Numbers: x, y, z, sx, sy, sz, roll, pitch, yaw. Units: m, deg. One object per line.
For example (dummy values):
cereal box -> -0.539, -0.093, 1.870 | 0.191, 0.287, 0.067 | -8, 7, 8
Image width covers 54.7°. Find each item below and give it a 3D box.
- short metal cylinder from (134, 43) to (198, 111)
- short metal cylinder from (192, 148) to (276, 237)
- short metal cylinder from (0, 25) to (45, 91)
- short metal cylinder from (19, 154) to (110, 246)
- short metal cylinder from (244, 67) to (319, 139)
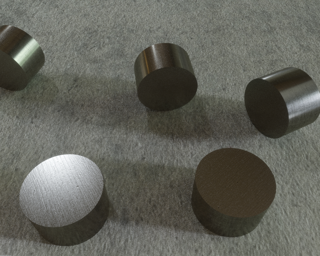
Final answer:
short metal cylinder -> 0.007, -0.069, 0.425 | 0.081, 0.080, 0.050 | -6, 51, -6
short metal cylinder -> 0.076, 0.068, 0.331 | 0.081, 0.050, 0.080 | 0, 50, 0
short metal cylinder -> -0.217, -0.100, 0.449 | 0.080, 0.080, 0.050 | 12, 51, 9
short metal cylinder -> -0.096, 0.074, 0.323 | 0.081, 0.050, 0.080 | 0, 50, 0
short metal cylinder -> 0.154, -0.032, 0.397 | 0.050, 0.080, 0.080 | -21, 53, -17
